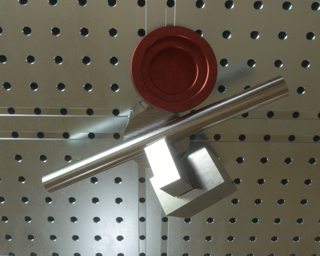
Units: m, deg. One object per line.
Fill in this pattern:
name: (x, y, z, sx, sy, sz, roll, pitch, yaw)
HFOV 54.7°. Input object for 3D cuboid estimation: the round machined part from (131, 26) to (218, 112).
round machined part: (0.015, -0.066, 0.368, 0.099, 0.042, 0.097, 0, 88, -6)

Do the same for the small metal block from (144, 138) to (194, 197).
small metal block: (0.011, 0.046, 0.352, 0.025, 0.050, 0.050, -28, 150, 9)

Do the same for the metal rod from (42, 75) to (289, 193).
metal rod: (0.000, 0.011, 0.363, 0.301, 0.025, 0.025, -23, 109, 7)

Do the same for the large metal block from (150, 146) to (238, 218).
large metal block: (0.046, 0.074, 0.404, 0.080, 0.050, 0.080, -33, 152, 11)

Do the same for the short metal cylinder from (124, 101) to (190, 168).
short metal cylinder: (-0.004, 0.006, 0.401, 0.081, 0.050, 0.079, 0, 110, -1)
